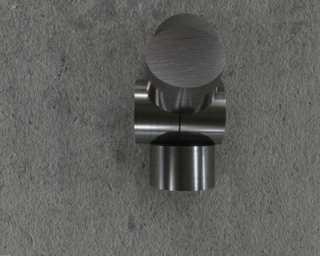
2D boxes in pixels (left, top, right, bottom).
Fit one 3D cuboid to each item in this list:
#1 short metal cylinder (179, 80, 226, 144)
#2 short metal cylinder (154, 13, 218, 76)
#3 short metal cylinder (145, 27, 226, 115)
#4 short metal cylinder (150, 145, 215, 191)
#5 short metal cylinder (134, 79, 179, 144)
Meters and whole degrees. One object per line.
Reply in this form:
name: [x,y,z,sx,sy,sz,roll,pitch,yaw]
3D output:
short metal cylinder: [0.049,-0.019,0.384,0.050,0.080,0.079,0,90,0]
short metal cylinder: [0.031,-0.099,0.400,0.081,0.050,0.079,0,90,-1]
short metal cylinder: [0.025,-0.061,0.333,0.081,0.050,0.080,1,61,-1]
short metal cylinder: [0.027,0.045,0.384,0.081,0.080,0.050,0,90,-1]
short metal cylinder: [-0.004,-0.020,0.384,0.050,0.080,0.079,1,90,-1]
